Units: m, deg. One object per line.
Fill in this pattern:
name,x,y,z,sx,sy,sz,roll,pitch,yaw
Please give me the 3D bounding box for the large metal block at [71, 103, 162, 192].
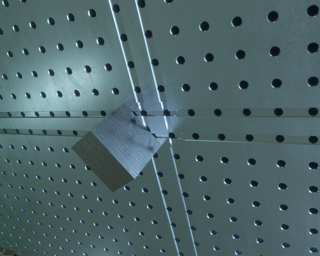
large metal block,-0.056,0.025,0.421,0.080,0.080,0.050,49,129,-6
